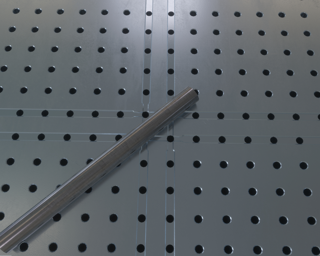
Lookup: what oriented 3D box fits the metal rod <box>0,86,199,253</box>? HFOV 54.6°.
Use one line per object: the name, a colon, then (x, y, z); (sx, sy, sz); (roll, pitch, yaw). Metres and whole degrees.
metal rod: (-0.069, 0.044, 0.395); (0.301, 0.025, 0.025); (-39, 75, -13)
